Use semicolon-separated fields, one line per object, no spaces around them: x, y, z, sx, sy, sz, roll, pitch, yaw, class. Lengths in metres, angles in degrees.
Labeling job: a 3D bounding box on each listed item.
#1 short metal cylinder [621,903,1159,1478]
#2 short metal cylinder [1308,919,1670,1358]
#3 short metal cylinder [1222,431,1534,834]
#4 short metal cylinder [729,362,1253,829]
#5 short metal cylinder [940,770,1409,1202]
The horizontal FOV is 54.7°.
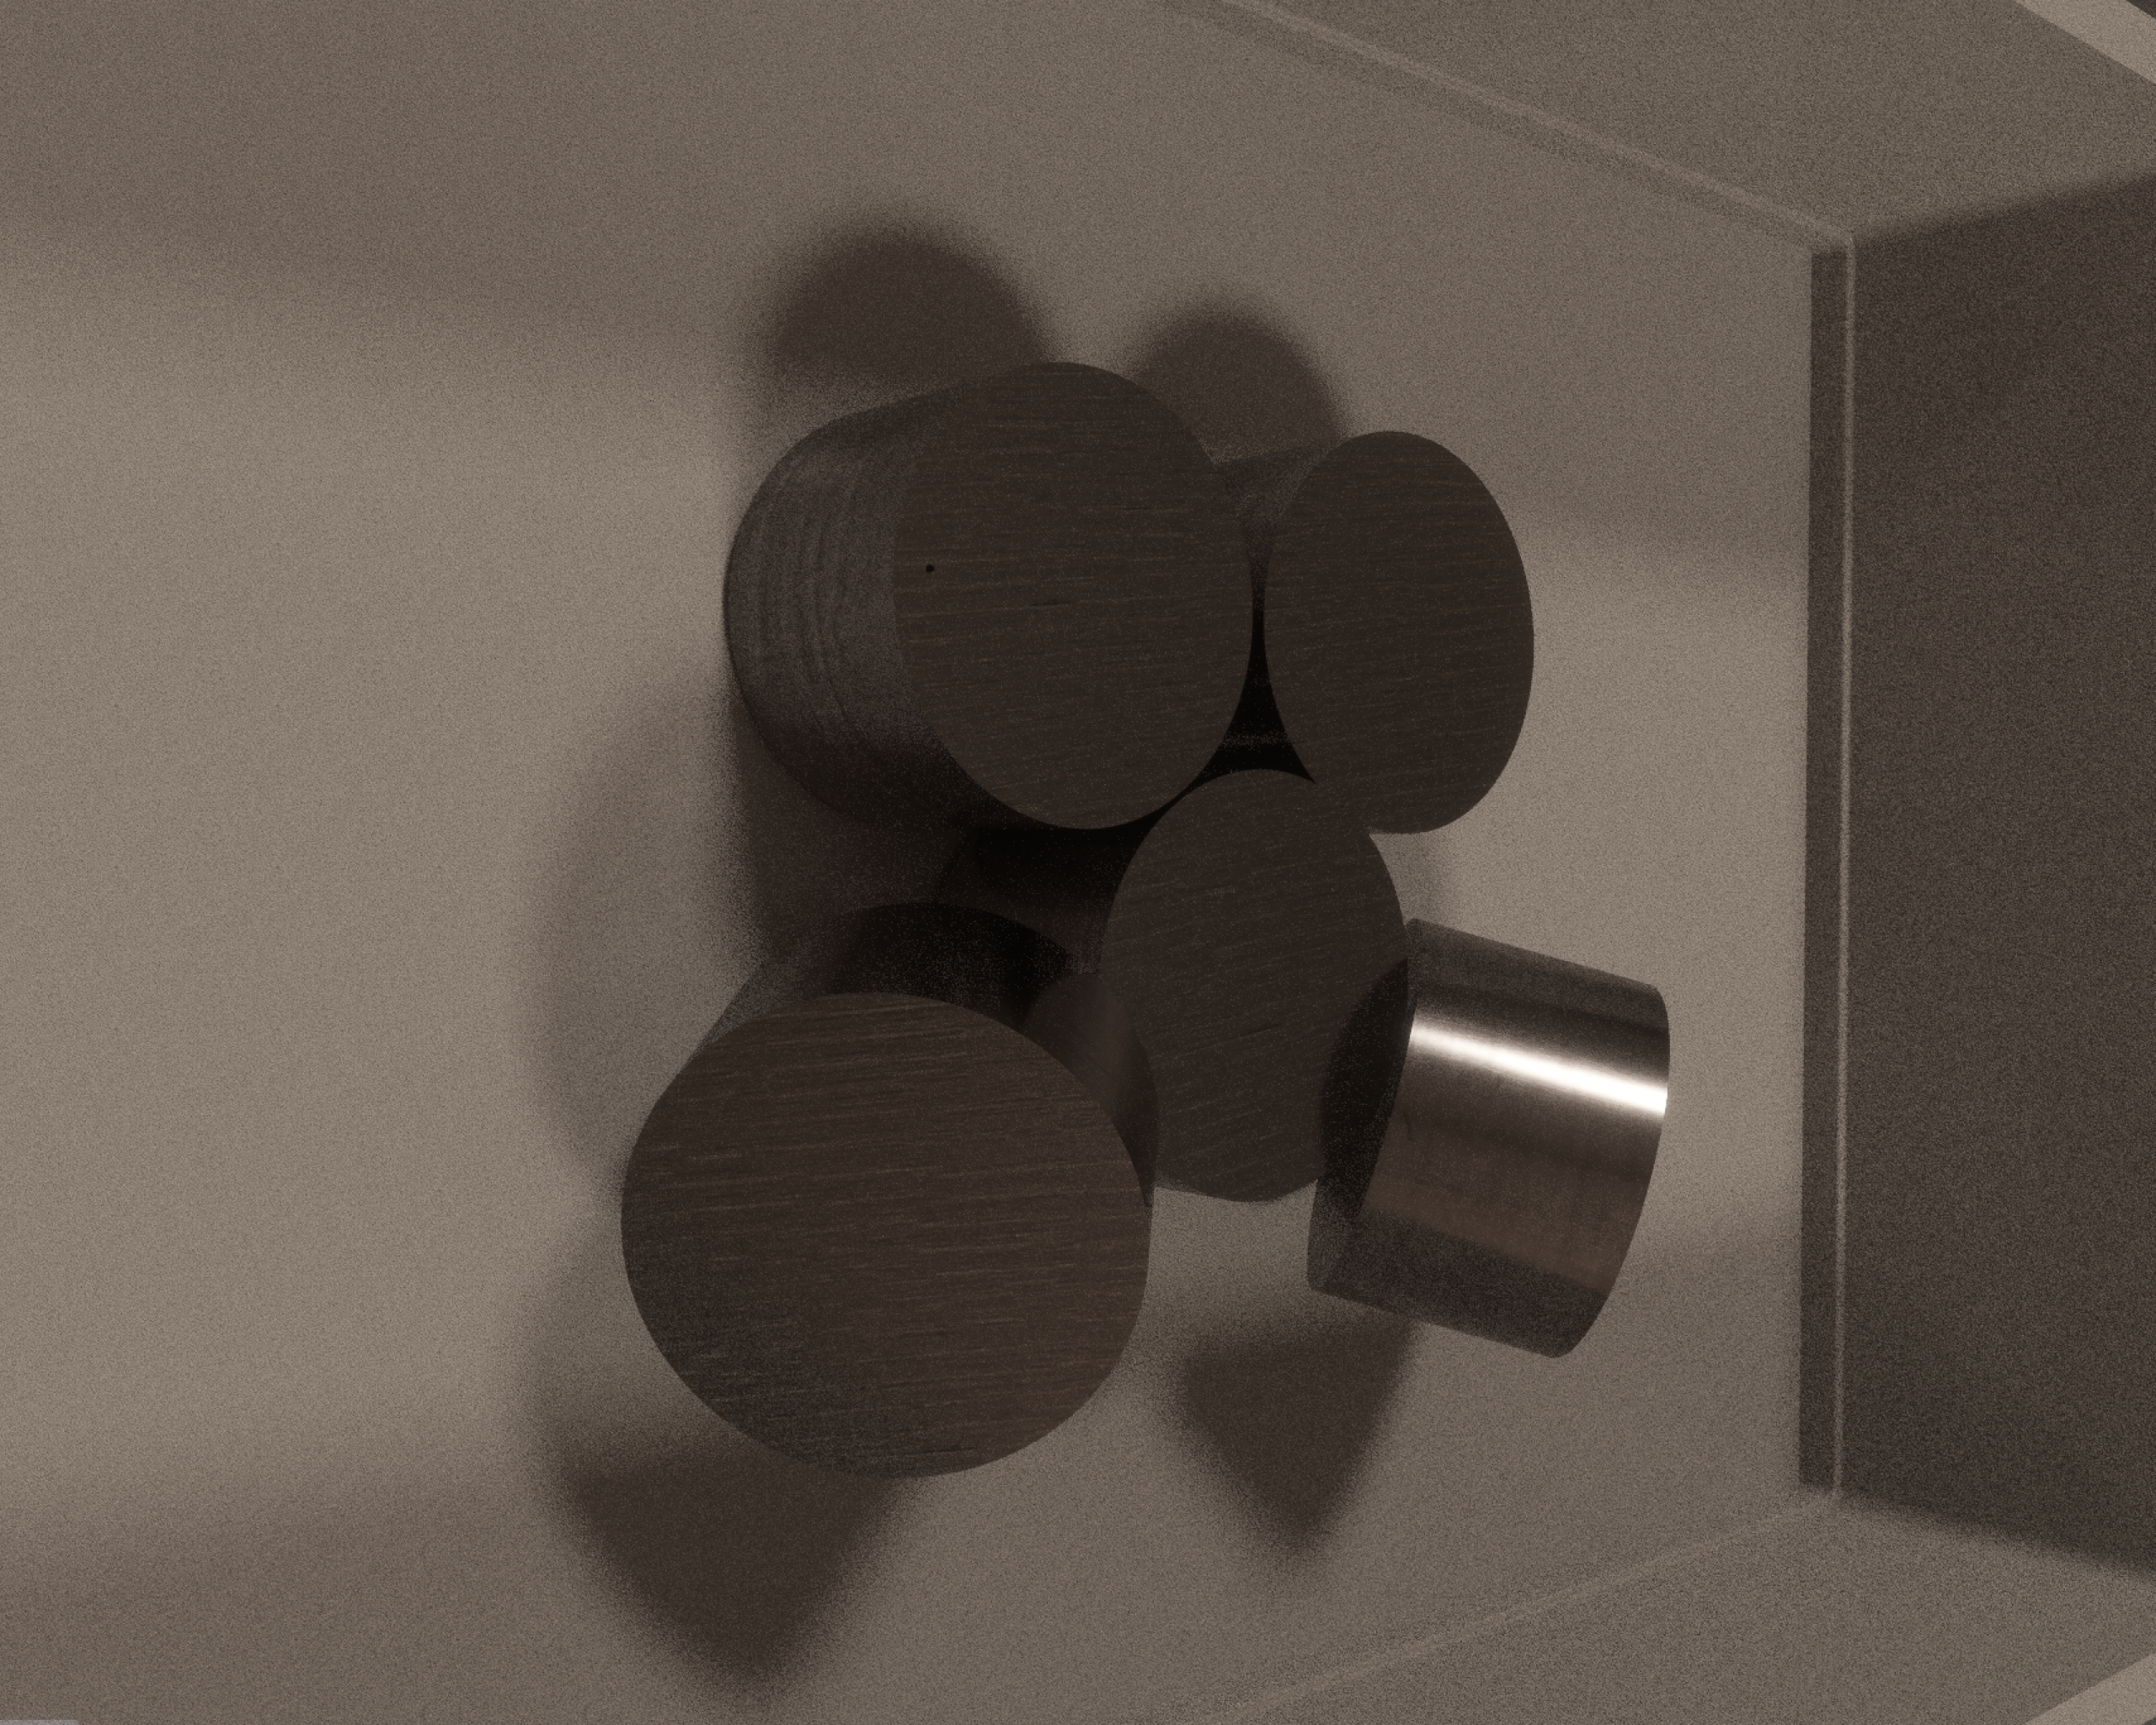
-0.028;0.051;0.340;0.050;0.080;0.080;-76;151;-75;short metal cylinder
0.083;0.057;0.433;0.050;0.080;0.080;16;77;1;short metal cylinder
0.049;-0.046;0.432;0.081;0.050;0.079;0;90;-40;short metal cylinder
-0.015;-0.046;0.376;0.081;0.050;0.079;0;90;-40;short metal cylinder
0.018;0.022;0.403;0.081;0.050;0.079;0;90;-40;short metal cylinder
